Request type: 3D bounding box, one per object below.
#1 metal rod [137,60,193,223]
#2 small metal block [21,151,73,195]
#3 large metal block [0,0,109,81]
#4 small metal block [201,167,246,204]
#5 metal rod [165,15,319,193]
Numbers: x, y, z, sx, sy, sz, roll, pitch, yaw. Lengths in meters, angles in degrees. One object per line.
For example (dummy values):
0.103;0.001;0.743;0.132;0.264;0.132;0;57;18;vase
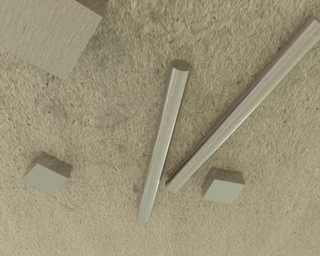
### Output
-0.002;0.041;0.442;0.025;0.025;0.298;8;130;-7;metal rod
-0.169;0.068;0.463;0.050;0.025;0.050;34;122;-26;small metal block
-0.107;-0.106;0.299;0.080;0.050;0.080;27;125;-22;large metal block
0.098;0.091;0.486;0.050;0.025;0.050;12;129;-11;small metal block
0.092;-0.009;0.401;0.025;0.025;0.298;23;126;-19;metal rod
